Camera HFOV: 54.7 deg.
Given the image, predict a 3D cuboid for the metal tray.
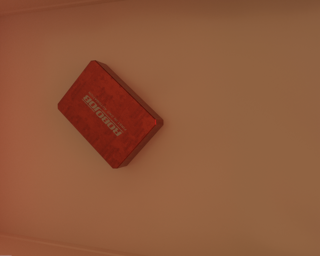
[{"bbox_3d":[-0.071,-0.019,0.432,0.130,0.030,0.090,45,103,14],"label":"metal tray"}]
